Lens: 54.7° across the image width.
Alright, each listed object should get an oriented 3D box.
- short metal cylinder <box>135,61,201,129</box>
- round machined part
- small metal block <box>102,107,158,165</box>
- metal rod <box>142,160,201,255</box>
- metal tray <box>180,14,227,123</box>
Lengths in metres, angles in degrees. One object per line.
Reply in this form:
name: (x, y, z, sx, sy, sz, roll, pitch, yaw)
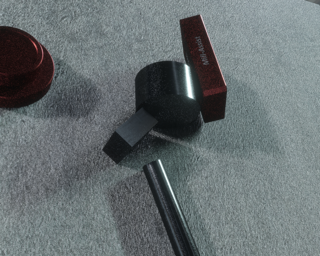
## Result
short metal cylinder: (0.009, -0.040, 0.398, 0.081, 0.080, 0.050, 10, 58, -23)
round machined part: (-0.170, -0.075, 0.347, 0.099, 0.042, 0.098, 14, 56, -21)
small metal block: (-0.035, 0.009, 0.363, 0.025, 0.050, 0.050, 44, 51, 2)
metal rod: (0.045, 0.173, 0.321, 0.025, 0.025, 0.299, -10, 67, -32)
metal tray: (0.061, -0.083, 0.444, 0.030, 0.090, 0.130, -14, 65, 3)
